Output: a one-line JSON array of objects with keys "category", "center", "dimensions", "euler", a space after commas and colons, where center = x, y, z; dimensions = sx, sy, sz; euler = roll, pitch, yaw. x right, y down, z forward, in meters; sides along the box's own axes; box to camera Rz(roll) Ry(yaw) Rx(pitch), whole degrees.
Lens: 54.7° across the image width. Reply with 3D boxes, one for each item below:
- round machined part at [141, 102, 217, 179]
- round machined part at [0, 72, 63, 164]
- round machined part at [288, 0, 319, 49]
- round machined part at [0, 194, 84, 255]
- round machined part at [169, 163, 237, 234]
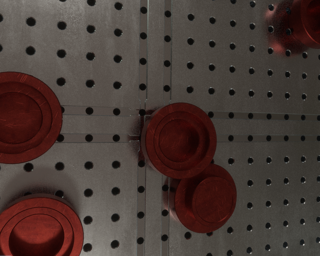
[{"category": "round machined part", "center": [0.022, 0.017, 0.411], "dimensions": [0.099, 0.042, 0.097], "euler": [1, 88, -19]}, {"category": "round machined part", "center": [-0.161, -0.011, 0.344], "dimensions": [0.099, 0.042, 0.097], "euler": [0, 90, -21]}, {"category": "round machined part", "center": [0.248, -0.175, 0.497], "dimensions": [0.099, 0.042, 0.097], "euler": [0, 90, -21]}, {"category": "round machined part", "center": [-0.140, 0.123, 0.353], "dimensions": [0.099, 0.042, 0.097], "euler": [0, 90, -21]}, {"category": "round machined part", "center": [0.065, 0.098, 0.429], "dimensions": [0.099, 0.042, 0.097], "euler": [0, 90, -20]}]
